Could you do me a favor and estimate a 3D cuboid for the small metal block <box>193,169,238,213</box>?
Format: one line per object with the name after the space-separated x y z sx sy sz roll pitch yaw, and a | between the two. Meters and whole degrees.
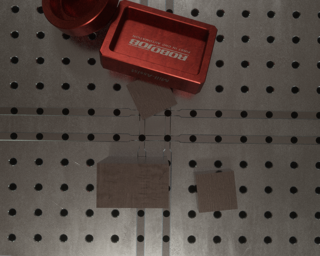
0.074 0.083 0.414 0.050 0.025 0.050 -6 90 -1 | small metal block

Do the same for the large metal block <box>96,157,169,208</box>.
-0.031 0.064 0.386 0.081 0.080 0.050 1 90 -1 | large metal block

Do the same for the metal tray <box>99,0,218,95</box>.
0.000 -0.104 0.395 0.131 0.030 0.090 16 68 -1 | metal tray

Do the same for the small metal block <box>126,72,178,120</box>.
-0.011 -0.044 0.413 0.050 0.025 0.050 -25 90 -1 | small metal block

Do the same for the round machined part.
-0.095 -0.161 0.393 0.098 0.042 0.098 -3 79 18 | round machined part
